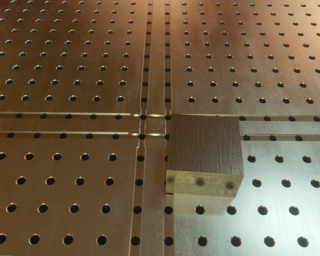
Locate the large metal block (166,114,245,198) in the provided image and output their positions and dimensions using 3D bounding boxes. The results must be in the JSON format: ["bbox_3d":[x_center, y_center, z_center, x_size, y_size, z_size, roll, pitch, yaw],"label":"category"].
[{"bbox_3d":[0.050,0.032,0.366,0.080,0.050,0.080,4,50,2],"label":"large metal block"}]
